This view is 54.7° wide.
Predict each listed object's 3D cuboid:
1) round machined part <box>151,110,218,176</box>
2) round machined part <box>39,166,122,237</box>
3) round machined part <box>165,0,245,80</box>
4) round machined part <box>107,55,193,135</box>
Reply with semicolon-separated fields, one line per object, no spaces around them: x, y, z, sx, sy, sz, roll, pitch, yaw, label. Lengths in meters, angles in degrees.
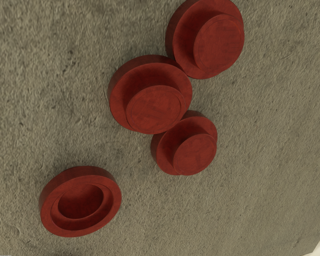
0.040;0.028;0.435;0.099;0.042;0.097;-14;124;-21;round machined part
-0.102;0.088;0.394;0.099;0.042;0.097;-14;124;-21;round machined part
0.059;-0.103;0.364;0.099;0.042;0.097;-14;124;-21;round machined part
-0.009;-0.031;0.358;0.099;0.042;0.097;-9;132;-10;round machined part
